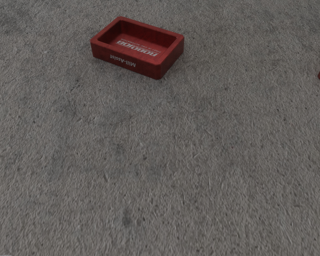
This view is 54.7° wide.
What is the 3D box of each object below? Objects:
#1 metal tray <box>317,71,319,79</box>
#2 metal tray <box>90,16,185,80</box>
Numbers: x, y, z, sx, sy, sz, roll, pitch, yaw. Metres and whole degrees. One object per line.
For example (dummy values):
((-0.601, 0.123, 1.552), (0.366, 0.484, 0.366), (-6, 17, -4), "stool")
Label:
((0.323, -0.098, 0.483), (0.131, 0.030, 0.090), (-36, 59, -26), "metal tray")
((-0.037, -0.136, 0.513), (0.130, 0.030, 0.090), (23, 54, 18), "metal tray")
